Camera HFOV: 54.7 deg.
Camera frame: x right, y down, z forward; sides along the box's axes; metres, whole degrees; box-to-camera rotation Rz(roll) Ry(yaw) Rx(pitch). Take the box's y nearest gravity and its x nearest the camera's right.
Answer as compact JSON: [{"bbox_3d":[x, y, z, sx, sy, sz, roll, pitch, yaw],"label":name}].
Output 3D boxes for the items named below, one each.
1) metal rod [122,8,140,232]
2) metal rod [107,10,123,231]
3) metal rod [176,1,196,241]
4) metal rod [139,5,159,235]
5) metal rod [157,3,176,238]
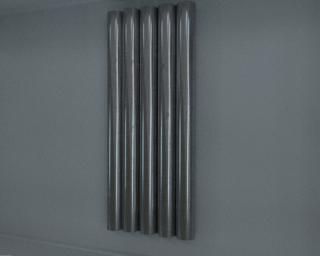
[{"bbox_3d":[-0.039,-0.011,0.423,0.025,0.025,0.298,0,90,20],"label":"metal rod"},{"bbox_3d":[-0.061,-0.010,0.431,0.025,0.025,0.298,0,90,20],"label":"metal rod"},{"bbox_3d":[0.033,-0.009,0.397,0.025,0.025,0.298,0,90,20],"label":"metal rod"},{"bbox_3d":[-0.015,-0.010,0.414,0.025,0.025,0.298,0,90,20],"label":"metal rod"},{"bbox_3d":[0.010,-0.010,0.406,0.025,0.025,0.298,0,90,20],"label":"metal rod"}]
